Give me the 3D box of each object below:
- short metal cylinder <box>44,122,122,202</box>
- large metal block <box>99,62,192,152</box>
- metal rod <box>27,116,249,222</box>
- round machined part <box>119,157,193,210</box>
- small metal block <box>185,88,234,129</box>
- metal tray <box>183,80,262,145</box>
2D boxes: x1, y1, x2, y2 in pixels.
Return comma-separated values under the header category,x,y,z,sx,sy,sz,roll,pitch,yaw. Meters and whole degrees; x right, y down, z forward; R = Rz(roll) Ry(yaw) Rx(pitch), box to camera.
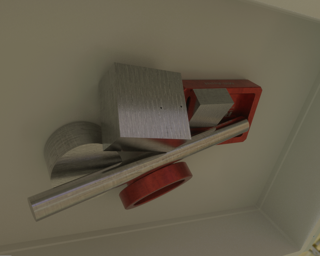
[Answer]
category,x,y,z,sx,sy,sz,roll,pitch,yaw
short metal cylinder,-0.091,0.039,0.365,0.081,0.050,0.079,-14,125,-21
large metal block,-0.018,-0.019,0.341,0.081,0.080,0.050,3,159,-29
metal rod,-0.001,0.037,0.377,0.302,0.025,0.025,-19,127,-31
round machined part,-0.010,0.068,0.413,0.099,0.042,0.098,-25,164,-8
small metal block,0.058,-0.025,0.397,0.050,0.025,0.050,-5,147,-26
metal tray,0.073,-0.020,0.432,0.131,0.030,0.089,-5,121,-27
